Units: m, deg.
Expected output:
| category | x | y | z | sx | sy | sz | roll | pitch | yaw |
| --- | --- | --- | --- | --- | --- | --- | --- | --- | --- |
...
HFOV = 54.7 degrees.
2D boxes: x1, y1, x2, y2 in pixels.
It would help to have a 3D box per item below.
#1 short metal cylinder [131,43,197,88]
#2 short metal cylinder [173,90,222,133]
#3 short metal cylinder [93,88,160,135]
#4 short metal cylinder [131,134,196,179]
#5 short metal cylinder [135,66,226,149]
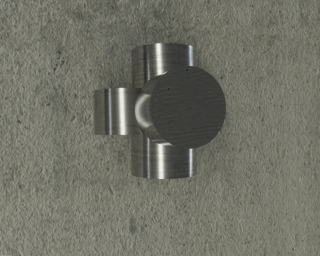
| category | x | y | z | sx | sy | sz | roll | pitch | yaw |
| --- | --- | --- | --- | --- | --- | --- | --- | --- | --- |
| short metal cylinder | 0.005 | -0.070 | 0.384 | 0.081 | 0.080 | 0.050 | -2 | 91 | -20 |
| short metal cylinder | 0.039 | -0.019 | 0.396 | 0.081 | 0.080 | 0.050 | 0 | 91 | -20 |
| short metal cylinder | -0.038 | -0.018 | 0.368 | 0.081 | 0.080 | 0.050 | -1 | 91 | -20 |
| short metal cylinder | 0.005 | 0.031 | 0.384 | 0.081 | 0.080 | 0.050 | 0 | 90 | -20 |
| short metal cylinder | 0.020 | -0.020 | 0.320 | 0.081 | 0.050 | 0.079 | 0 | 90 | -21 |
